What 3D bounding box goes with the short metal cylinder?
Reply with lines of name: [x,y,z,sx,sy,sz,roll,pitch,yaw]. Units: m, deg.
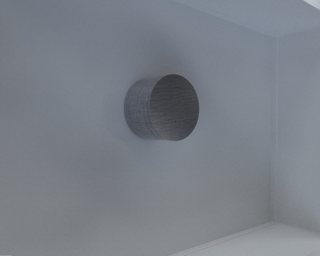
short metal cylinder: [0.003,-0.024,0.389,0.081,0.050,0.080,0,90,-40]
